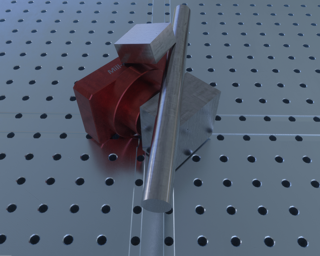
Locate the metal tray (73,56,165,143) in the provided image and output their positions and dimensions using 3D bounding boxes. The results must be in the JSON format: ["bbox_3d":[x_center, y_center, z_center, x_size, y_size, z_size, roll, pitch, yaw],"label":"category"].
[{"bbox_3d":[-0.044,-0.049,0.406,0.030,0.089,0.131,36,58,26],"label":"metal tray"}]

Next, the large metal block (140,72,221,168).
[{"bbox_3d":[0.024,-0.007,0.374,0.050,0.080,0.080,35,58,25],"label":"large metal block"}]

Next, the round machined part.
[{"bbox_3d":[-0.021,-0.029,0.390,0.042,0.097,0.099,35,58,25],"label":"round machined part"}]

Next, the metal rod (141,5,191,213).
[{"bbox_3d":[0.014,-0.051,0.346,0.025,0.025,0.300,5,50,4],"label":"metal rod"}]

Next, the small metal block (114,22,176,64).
[{"bbox_3d":[-0.017,-0.100,0.365,0.050,0.025,0.050,9,46,31],"label":"small metal block"}]
